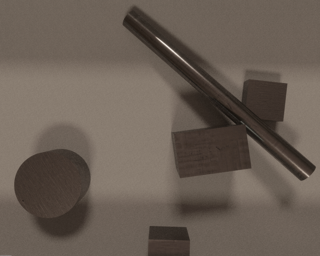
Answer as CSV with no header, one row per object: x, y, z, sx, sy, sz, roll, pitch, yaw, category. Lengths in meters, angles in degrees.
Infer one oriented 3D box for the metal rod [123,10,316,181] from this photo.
0.070,-0.045,0.394,0.300,0.025,0.025,42,90,7,metal rod

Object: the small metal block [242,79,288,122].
0.137,-0.036,0.413,0.050,0.025,0.050,6,90,-1,small metal block

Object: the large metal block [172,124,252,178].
0.059,0.026,0.385,0.081,0.080,0.050,-8,90,0,large metal block

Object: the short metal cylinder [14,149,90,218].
-0.135,0.068,0.397,0.081,0.050,0.079,0,90,-1,short metal cylinder

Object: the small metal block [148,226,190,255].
0.011,0.148,0.399,0.050,0.050,0.025,2,90,-1,small metal block
